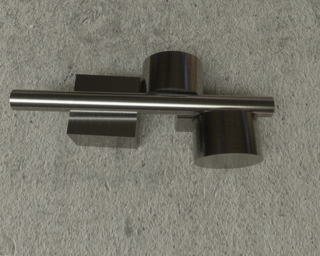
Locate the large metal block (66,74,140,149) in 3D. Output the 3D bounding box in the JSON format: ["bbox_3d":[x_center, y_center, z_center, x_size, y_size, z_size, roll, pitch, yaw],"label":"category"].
[{"bbox_3d":[-0.067,-0.020,0.399,0.081,0.050,0.080,3,70,1],"label":"large metal block"}]

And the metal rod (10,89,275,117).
[{"bbox_3d":[-0.019,-0.029,0.365,0.302,0.025,0.025,1,70,-1],"label":"metal rod"}]

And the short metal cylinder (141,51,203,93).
[{"bbox_3d":[0.016,-0.056,0.402,0.081,0.080,0.050,2,70,0],"label":"short metal cylinder"}]

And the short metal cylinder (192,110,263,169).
[{"bbox_3d":[0.080,0.017,0.374,0.081,0.080,0.050,0,70,-1],"label":"short metal cylinder"}]

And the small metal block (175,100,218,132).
[{"bbox_3d":[0.046,-0.015,0.401,0.050,0.050,0.025,1,70,0],"label":"small metal block"}]
